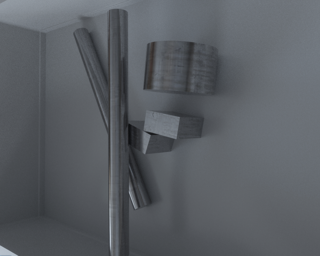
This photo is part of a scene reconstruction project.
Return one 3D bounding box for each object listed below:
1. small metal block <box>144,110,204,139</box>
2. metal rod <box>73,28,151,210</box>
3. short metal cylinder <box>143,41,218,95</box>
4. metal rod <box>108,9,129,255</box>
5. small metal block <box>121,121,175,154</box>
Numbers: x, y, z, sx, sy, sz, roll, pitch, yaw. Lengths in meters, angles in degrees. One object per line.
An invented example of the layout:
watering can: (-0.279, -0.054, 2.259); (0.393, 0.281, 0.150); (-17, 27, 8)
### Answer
small metal block: (0.017, -0.005, 0.375); (0.050, 0.050, 0.025); (14, 99, 39)
metal rod: (-0.077, -0.024, 0.467); (0.025, 0.025, 0.299); (-34, 69, 34)
short metal cylinder: (0.023, -0.065, 0.350); (0.080, 0.081, 0.050); (8, 95, 39)
metal rod: (-0.051, 0.006, 0.381); (0.025, 0.025, 0.298); (-1, 89, 39)
small metal block: (-0.016, 0.011, 0.402); (0.050, 0.050, 0.025); (27, 107, 36)
